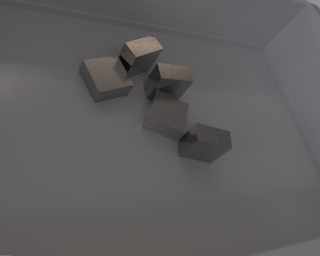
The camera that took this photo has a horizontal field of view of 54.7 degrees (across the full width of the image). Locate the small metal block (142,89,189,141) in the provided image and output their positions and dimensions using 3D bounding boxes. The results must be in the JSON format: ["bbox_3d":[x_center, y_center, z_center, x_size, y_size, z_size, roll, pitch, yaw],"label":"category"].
[{"bbox_3d":[0.008,-0.017,0.420,0.050,0.025,0.050,24,53,-14],"label":"small metal block"}]

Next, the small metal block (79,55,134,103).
[{"bbox_3d":[-0.071,-0.065,0.407,0.050,0.025,0.050,-18,71,-35],"label":"small metal block"}]

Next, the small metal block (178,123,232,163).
[{"bbox_3d":[0.058,0.021,0.408,0.050,0.050,0.025,14,56,-21],"label":"small metal block"}]

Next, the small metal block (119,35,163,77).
[{"bbox_3d":[-0.031,-0.098,0.433,0.050,0.050,0.025,-29,78,-37],"label":"small metal block"}]

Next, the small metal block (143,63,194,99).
[{"bbox_3d":[0.011,-0.063,0.434,0.050,0.050,0.025,1,61,-28],"label":"small metal block"}]
